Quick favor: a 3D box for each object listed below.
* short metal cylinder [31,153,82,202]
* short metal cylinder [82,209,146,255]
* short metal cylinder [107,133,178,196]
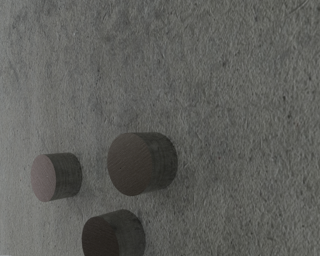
[{"bbox_3d":[-0.180,0.084,0.538,0.080,0.050,0.080,0,90,40],"label":"short metal cylinder"},{"bbox_3d":[-0.067,0.162,0.444,0.080,0.050,0.080,0,90,40],"label":"short metal cylinder"},{"bbox_3d":[-0.024,0.046,0.408,0.080,0.050,0.080,0,90,40],"label":"short metal cylinder"}]
